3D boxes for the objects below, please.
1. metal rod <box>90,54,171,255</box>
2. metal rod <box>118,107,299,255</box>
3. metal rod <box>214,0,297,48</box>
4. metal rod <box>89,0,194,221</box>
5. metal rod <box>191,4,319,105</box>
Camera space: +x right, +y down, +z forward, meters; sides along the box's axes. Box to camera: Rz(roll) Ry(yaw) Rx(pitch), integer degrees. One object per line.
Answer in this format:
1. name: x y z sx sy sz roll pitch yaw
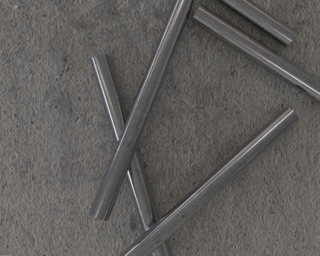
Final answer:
1. metal rod: -0.036 0.050 0.409 0.025 0.025 0.298 -17 90 0
2. metal rod: 0.060 0.078 0.394 0.301 0.025 0.025 -40 90 -7
3. metal rod: 0.049 -0.201 0.409 0.301 0.025 0.025 34 90 0
4. metal rod: -0.020 -0.032 0.391 0.025 0.025 0.299 21 83 0
5. metal rod: 0.175 -0.071 0.410 0.301 0.025 0.025 33 90 0
